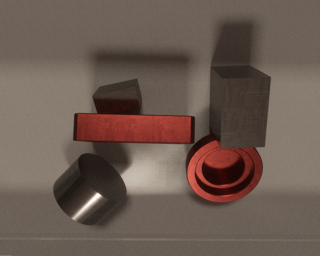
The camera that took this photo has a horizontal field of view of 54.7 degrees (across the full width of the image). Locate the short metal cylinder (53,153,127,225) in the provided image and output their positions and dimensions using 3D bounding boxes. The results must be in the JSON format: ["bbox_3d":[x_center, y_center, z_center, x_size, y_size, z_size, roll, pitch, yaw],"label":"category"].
[{"bbox_3d":[-0.091,0.080,0.410,0.080,0.080,0.050,42,105,-14],"label":"short metal cylinder"}]

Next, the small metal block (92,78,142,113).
[{"bbox_3d":[-0.051,-0.039,0.383,0.050,0.050,0.025,-12,110,4],"label":"small metal block"}]

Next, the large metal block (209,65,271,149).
[{"bbox_3d":[0.092,-0.029,0.373,0.050,0.080,0.079,-2,110,0],"label":"large metal block"}]

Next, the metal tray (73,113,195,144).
[{"bbox_3d":[-0.028,0.003,0.375,0.131,0.090,0.030,1,86,-1],"label":"metal tray"}]

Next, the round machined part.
[{"bbox_3d":[0.084,0.048,0.419,0.099,0.042,0.097,0,114,0],"label":"round machined part"}]
